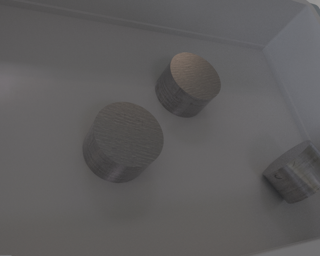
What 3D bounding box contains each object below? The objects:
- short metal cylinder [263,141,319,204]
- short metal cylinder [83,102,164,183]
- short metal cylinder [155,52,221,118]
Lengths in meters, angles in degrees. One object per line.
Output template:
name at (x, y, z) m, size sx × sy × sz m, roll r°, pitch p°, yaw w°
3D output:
short metal cylinder at (0.195, 0.061, 0.438) m, size 0.081 × 0.080 × 0.050 m, roll -32°, pitch 80°, yaw -38°
short metal cylinder at (-0.043, 0.017, 0.356) m, size 0.081 × 0.050 × 0.080 m, roll 14°, pitch 56°, yaw -21°
short metal cylinder at (0.040, -0.062, 0.449) m, size 0.081 × 0.050 × 0.080 m, roll 14°, pitch 56°, yaw -21°
